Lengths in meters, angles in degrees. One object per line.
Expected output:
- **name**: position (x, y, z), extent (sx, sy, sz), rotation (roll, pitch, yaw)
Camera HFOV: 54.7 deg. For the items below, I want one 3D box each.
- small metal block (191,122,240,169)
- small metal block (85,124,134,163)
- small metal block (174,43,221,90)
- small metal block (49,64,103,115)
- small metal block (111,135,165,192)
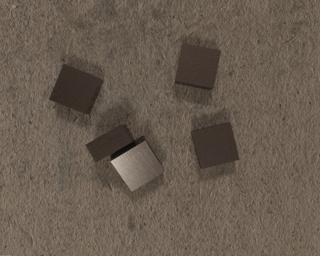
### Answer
- **small metal block**: position (0.072, 0.023, 0.411), extent (0.050, 0.025, 0.050), rotation (-14, 90, -1)
- **small metal block**: position (-0.062, 0.019, 0.397), extent (0.050, 0.050, 0.025), rotation (-30, 90, 0)
- **small metal block**: position (0.049, -0.080, 0.411), extent (0.050, 0.025, 0.050), rotation (11, 90, -1)
- **small metal block**: position (-0.109, -0.050, 0.409), extent (0.050, 0.025, 0.050), rotation (22, 90, -1)
- **small metal block**: position (-0.029, 0.046, 0.403), extent (0.050, 0.025, 0.050), rotation (-31, 107, 0)
